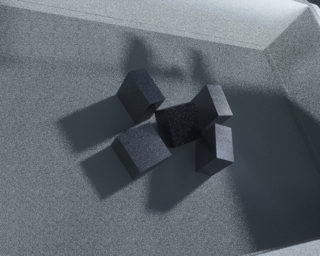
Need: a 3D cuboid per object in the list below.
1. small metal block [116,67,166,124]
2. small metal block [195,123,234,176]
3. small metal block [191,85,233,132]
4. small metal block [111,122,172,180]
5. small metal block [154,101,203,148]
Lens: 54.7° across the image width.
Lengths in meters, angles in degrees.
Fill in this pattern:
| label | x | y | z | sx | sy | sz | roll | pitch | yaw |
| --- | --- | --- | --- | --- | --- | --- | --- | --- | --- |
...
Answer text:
| label | x | y | z | sx | sy | sz | roll | pitch | yaw |
| --- | --- | --- | --- | --- | --- | --- | --- | --- | --- |
| small metal block | -0.026 | -0.041 | 0.400 | 0.025 | 0.050 | 0.050 | -25 | 75 | -37 |
| small metal block | 0.071 | 0.029 | 0.409 | 0.025 | 0.050 | 0.050 | 16 | 55 | -19 |
| small metal block | 0.071 | -0.027 | 0.444 | 0.025 | 0.050 | 0.050 | -3 | 63 | -30 |
| small metal block | -0.023 | 0.027 | 0.377 | 0.050 | 0.025 | 0.050 | -25 | 76 | -37 |
| small metal block | 0.025 | -0.005 | 0.409 | 0.050 | 0.025 | 0.050 | -18 | 97 | -35 |
